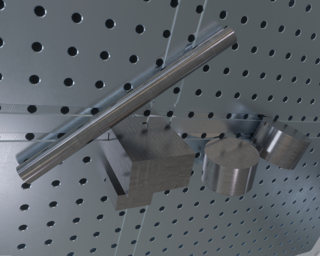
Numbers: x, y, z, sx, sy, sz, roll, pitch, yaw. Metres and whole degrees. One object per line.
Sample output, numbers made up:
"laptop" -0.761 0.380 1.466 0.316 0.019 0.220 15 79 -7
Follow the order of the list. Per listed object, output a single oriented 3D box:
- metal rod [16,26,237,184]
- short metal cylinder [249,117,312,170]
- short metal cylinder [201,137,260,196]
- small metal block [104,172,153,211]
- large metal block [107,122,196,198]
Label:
"metal rod" -0.035 -0.031 0.372 0.301 0.025 0.025 -35 129 -5
"short metal cylinder" 0.190 0.023 0.494 0.081 0.080 0.050 10 113 -33
"short metal cylinder" 0.105 0.056 0.468 0.081 0.080 0.050 -12 124 -22
"small metal block" -0.043 0.083 0.423 0.050 0.050 0.025 -2 120 -27
"large metal block" -0.014 0.036 0.390 0.081 0.080 0.050 -5 121 -26
